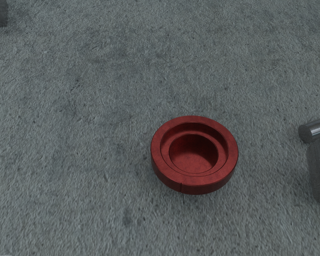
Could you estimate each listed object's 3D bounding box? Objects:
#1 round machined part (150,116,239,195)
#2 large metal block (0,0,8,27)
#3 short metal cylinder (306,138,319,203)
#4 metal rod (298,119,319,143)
[{"bbox_3d":[0.038,0.035,0.363,0.099,0.042,0.098,0,50,0],"label":"round machined part"},{"bbox_3d":[-0.335,-0.226,0.575,0.081,0.050,0.080,-12,51,-10],"label":"large metal block"},{"bbox_3d":[0.203,0.046,0.330,0.080,0.080,0.050,7,51,6],"label":"short metal cylinder"},{"bbox_3d":[0.326,-0.035,0.434,0.302,0.025,0.025,-17,52,-14],"label":"metal rod"}]
